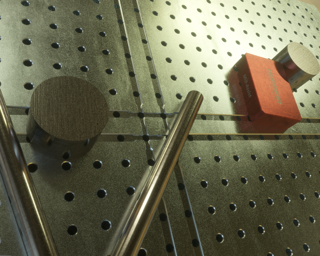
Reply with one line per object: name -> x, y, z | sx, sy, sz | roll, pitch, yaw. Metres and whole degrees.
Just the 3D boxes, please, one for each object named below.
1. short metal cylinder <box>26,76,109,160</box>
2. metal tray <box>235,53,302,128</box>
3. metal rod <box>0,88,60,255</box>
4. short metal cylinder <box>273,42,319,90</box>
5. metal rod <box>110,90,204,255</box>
short metal cylinder -> -0.103, -0.011, 0.344 | 0.081, 0.050, 0.080 | 14, 56, -21
metal tray -> 0.191, -0.067, 0.552 | 0.091, 0.030, 0.130 | 8, 58, -24
metal rod -> -0.134, 0.060, 0.299 | 0.025, 0.025, 0.299 | -15, 70, -35
short metal cylinder -> 0.266, -0.123, 0.614 | 0.081, 0.050, 0.080 | 14, 56, -21
metal rod -> 0.000, 0.058, 0.374 | 0.025, 0.025, 0.301 | 33, 51, -7
